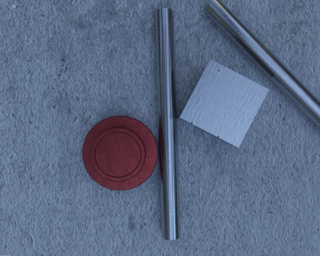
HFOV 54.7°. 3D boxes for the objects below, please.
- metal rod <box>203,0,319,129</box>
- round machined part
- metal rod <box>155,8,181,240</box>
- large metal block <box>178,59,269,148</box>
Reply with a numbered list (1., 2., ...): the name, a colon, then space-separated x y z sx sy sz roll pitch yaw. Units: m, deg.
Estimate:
1. metal rod: 0.173 -0.058 0.412 0.025 0.025 0.300 -45 91 0
2. round machined part: -0.052 0.033 0.401 0.099 0.042 0.097 0 90 -1
3. metal rod: 0.010 -0.005 0.410 0.025 0.025 0.298 -2 90 -1
4. large metal block: 0.078 -0.030 0.399 0.080 0.050 0.080 28 90 -1
